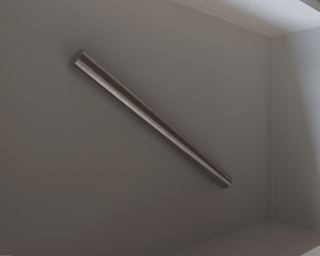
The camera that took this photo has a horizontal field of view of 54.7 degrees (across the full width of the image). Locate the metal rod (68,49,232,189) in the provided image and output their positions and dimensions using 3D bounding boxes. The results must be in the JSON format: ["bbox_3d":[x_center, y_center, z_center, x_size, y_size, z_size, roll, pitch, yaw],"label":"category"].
[{"bbox_3d":[0.007,0.005,0.412,0.301,0.025,0.025,40,66,-33],"label":"metal rod"}]
